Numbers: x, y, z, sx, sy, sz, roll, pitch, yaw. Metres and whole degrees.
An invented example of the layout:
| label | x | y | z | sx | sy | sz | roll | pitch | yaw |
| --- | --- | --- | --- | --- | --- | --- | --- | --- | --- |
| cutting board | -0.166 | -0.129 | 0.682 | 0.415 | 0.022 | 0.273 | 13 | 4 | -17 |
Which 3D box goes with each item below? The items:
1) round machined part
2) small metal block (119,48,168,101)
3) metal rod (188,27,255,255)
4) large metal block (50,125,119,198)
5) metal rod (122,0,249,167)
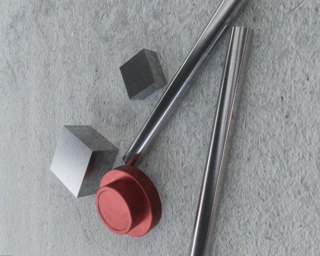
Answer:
| label | x | y | z | sx | sy | sz | roll | pitch | yaw |
| --- | --- | --- | --- | --- | --- | --- | --- | --- | --- |
| round machined part | -0.049 | 0.103 | 0.418 | 0.098 | 0.042 | 0.097 | 13 | 112 | 36 |
| small metal block | -0.023 | -0.072 | 0.422 | 0.050 | 0.025 | 0.050 | -29 | 72 | 36 |
| metal rod | 0.064 | 0.041 | 0.350 | 0.025 | 0.025 | 0.298 | 15 | 100 | 38 |
| large metal block | -0.120 | 0.049 | 0.485 | 0.080 | 0.050 | 0.079 | 34 | 111 | 34 |
| metal rod | 0.033 | -0.066 | 0.375 | 0.025 | 0.025 | 0.298 | 48 | 118 | 29 |
